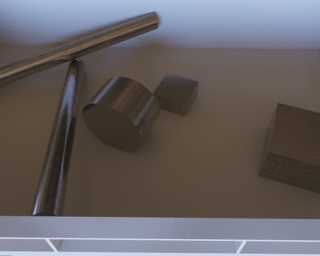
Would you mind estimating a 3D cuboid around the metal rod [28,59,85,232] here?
[{"bbox_3d":[-0.111,-0.012,0.367,0.025,0.025,0.300,-6,36,-5],"label":"metal rod"}]

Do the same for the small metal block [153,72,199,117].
[{"bbox_3d":[0.023,-0.049,0.447,0.050,0.025,0.050,19,52,15],"label":"small metal block"}]

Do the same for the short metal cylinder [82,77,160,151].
[{"bbox_3d":[-0.047,-0.016,0.382,0.080,0.080,0.050,20,53,15],"label":"short metal cylinder"}]

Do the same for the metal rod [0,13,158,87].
[{"bbox_3d":[-0.145,-0.111,0.466,0.302,0.025,0.025,-23,54,-9],"label":"metal rod"}]

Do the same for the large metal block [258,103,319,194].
[{"bbox_3d":[0.170,0.024,0.371,0.080,0.050,0.080,16,52,12],"label":"large metal block"}]
